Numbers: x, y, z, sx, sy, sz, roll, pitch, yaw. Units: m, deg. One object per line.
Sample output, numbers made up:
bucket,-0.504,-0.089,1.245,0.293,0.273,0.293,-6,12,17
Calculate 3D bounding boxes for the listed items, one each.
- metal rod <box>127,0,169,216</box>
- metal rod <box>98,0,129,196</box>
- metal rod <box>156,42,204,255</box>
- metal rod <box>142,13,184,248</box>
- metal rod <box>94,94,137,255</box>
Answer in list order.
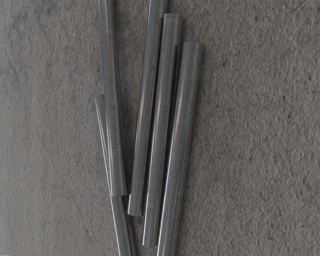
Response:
metal rod,-0.017,-0.029,0.418,0.025,0.025,0.298,11,97,39
metal rod,-0.069,-0.054,0.452,0.025,0.025,0.298,-12,79,39
metal rod,0.022,0.046,0.386,0.025,0.025,0.298,12,98,39
metal rod,0.003,0.007,0.402,0.025,0.025,0.298,9,96,39
metal rod,-0.062,0.097,0.456,0.025,0.025,0.299,-18,79,39
